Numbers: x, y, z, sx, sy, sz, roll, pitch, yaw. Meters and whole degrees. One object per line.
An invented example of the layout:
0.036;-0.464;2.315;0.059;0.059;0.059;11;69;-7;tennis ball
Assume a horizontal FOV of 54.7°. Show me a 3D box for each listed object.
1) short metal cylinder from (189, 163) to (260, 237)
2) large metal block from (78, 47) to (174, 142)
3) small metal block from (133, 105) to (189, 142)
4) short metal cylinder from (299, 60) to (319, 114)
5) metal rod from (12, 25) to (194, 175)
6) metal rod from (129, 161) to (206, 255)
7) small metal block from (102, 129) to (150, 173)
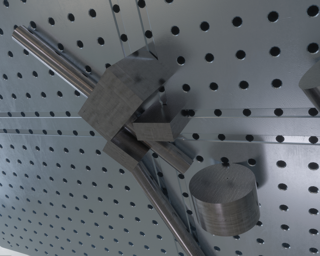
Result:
0.081;0.087;0.387;0.080;0.080;0.050;-1;118;29;short metal cylinder
-0.040;-0.041;0.372;0.050;0.080;0.080;43;129;-2;large metal block
0.002;-0.007;0.390;0.050;0.050;0.025;1;119;28;small metal block
0.169;-0.040;0.262;0.080;0.080;0.050;-35;99;38;short metal cylinder
-0.079;-0.039;0.428;0.300;0.025;0.025;39;129;2;metal rod
0.033;0.166;0.496;0.025;0.025;0.299;-22;107;36;metal rod
-0.043;0.026;0.434;0.050;0.050;0.025;37;129;3;small metal block
